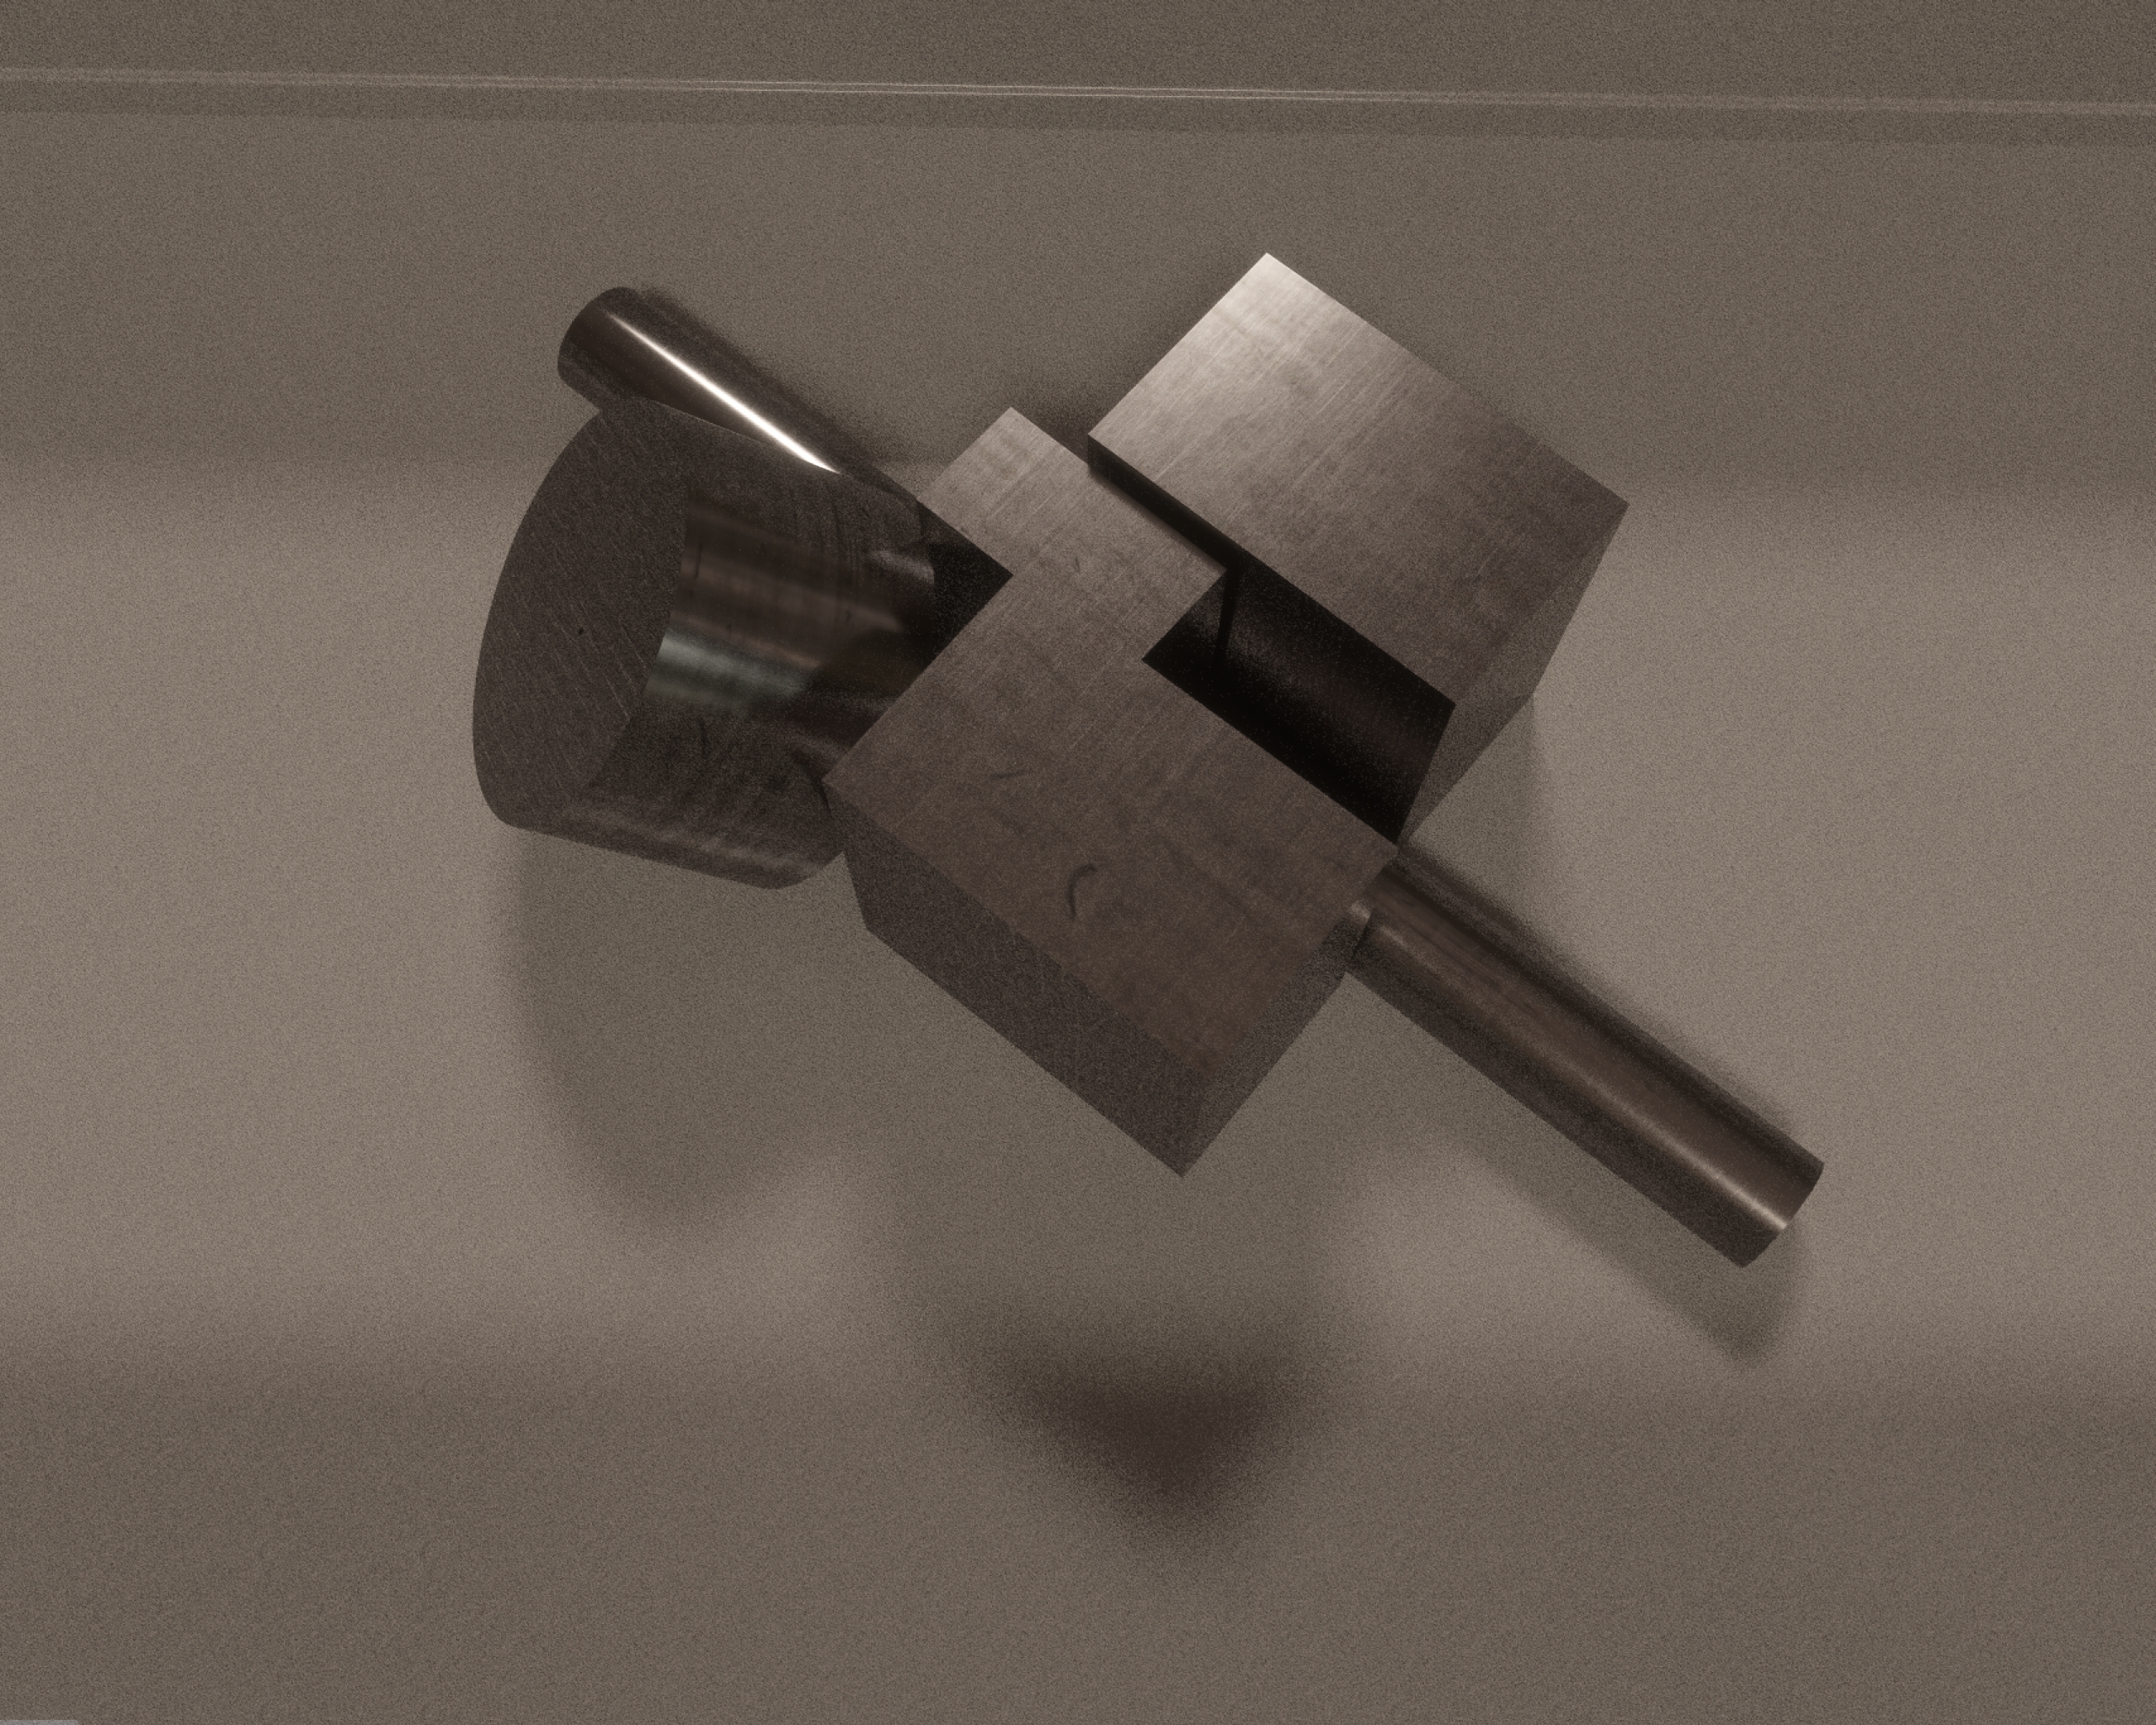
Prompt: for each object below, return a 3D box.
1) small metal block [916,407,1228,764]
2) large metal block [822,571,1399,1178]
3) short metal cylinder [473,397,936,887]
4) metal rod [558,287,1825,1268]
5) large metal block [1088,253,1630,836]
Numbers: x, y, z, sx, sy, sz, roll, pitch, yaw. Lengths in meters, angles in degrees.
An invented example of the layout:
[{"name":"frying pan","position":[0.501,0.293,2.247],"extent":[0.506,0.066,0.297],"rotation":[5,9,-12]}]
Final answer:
[{"name":"small metal block","position":[-0.001,-0.049,0.388],"extent":[0.050,0.050,0.025],"rotation":[39,75,12]},{"name":"large metal block","position":[0.005,0.005,0.378],"extent":[0.080,0.080,0.050],"rotation":[37,74,12]},{"name":"short metal cylinder","position":[-0.070,-0.039,0.386],"extent":[0.050,0.080,0.080],"rotation":[17,65,-37]},{"name":"metal rod","position":[0.014,-0.024,0.418],"extent":[0.300,0.025,0.025],"rotation":[37,74,12]},{"name":"large metal block","position":[0.049,-0.055,0.401],"extent":[0.080,0.080,0.050],"rotation":[38,74,12]}]
